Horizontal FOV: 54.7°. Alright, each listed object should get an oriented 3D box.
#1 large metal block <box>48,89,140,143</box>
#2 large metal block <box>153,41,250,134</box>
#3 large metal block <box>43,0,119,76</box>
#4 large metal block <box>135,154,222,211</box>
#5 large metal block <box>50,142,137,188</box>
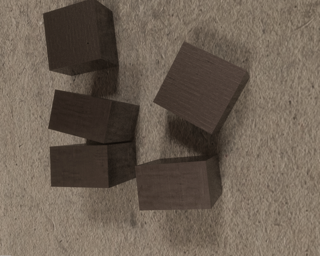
[{"bbox_3d":[-0.084,-0.015,0.408,0.080,0.080,0.050,13,95,19],"label":"large metal block"},{"bbox_3d":[0.051,-0.047,0.377,0.080,0.050,0.080,30,100,17],"label":"large metal block"},{"bbox_3d":[-0.109,-0.123,0.433,0.080,0.050,0.080,-8,87,19],"label":"large metal block"},{"bbox_3d":[0.026,0.063,0.370,0.080,0.080,0.050,-7,88,19],"label":"large metal block"},{"bbox_3d":[-0.084,0.046,0.408,0.080,0.080,0.050,-3,89,19],"label":"large metal block"}]
